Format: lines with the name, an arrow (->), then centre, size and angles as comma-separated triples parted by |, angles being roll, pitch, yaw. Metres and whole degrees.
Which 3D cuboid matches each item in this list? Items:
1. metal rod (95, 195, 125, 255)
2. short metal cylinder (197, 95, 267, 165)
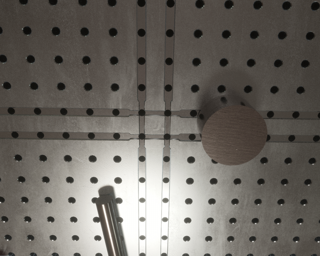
metal rod -> -0.062, 0.243, 0.502 | 0.025, 0.025, 0.298 | -7, 110, 2
short metal cylinder -> 0.091, 0.002, 0.402 | 0.081, 0.050, 0.079 | 0, 110, -1
